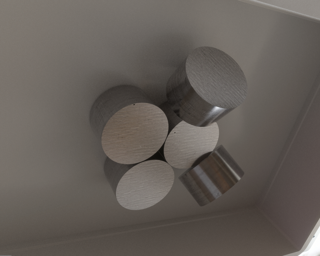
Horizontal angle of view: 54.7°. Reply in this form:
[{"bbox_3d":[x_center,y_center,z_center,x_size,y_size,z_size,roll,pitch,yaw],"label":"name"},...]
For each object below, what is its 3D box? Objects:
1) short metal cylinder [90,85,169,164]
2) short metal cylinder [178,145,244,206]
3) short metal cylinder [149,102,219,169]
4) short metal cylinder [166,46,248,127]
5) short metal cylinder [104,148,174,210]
[{"bbox_3d":[-0.037,-0.004,0.368,0.081,0.050,0.079,-14,125,-21],"label":"short metal cylinder"},{"bbox_3d":[0.074,0.068,0.448,0.080,0.050,0.080,-37,174,-4],"label":"short metal cylinder"},{"bbox_3d":[0.031,0.007,0.413,0.081,0.050,0.079,-14,125,-21],"label":"short metal cylinder"},{"bbox_3d":[0.054,-0.048,0.363,0.081,0.080,0.050,-3,158,-27],"label":"short metal cylinder"},{"bbox_3d":[-0.028,0.062,0.414,0.081,0.050,0.079,-14,125,-21],"label":"short metal cylinder"}]
